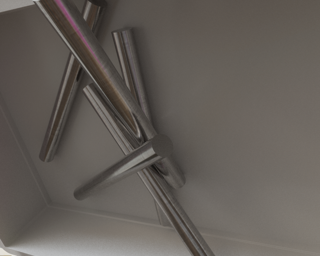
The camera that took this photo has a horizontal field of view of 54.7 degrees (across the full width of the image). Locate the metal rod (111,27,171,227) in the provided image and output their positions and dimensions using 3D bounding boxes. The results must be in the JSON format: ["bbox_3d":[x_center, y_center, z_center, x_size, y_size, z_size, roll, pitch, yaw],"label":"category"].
[{"bbox_3d":[-0.017,0.017,0.426,0.025,0.025,0.298,2,120,27],"label":"metal rod"}]

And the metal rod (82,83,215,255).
[{"bbox_3d":[-0.011,0.067,0.409,0.025,0.025,0.299,-39,83,38],"label":"metal rod"}]

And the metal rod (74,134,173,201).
[{"bbox_3d":[-0.070,0.068,0.435,0.025,0.025,0.299,48,144,-6],"label":"metal rod"}]

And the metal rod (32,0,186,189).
[{"bbox_3d":[-0.030,-0.013,0.337,0.025,0.025,0.299,1,144,28],"label":"metal rod"}]

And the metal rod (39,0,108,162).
[{"bbox_3d":[-0.135,-0.048,0.447,0.025,0.025,0.298,36,129,4],"label":"metal rod"}]
